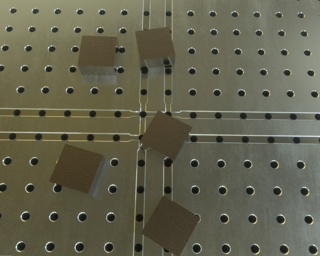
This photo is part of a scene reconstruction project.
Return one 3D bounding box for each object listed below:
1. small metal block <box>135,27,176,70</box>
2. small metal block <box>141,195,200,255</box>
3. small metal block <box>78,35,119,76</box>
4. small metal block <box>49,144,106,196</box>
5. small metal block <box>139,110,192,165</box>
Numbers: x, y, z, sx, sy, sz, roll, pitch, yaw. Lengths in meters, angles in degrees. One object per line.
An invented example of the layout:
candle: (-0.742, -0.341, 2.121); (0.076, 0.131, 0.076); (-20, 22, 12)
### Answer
small metal block: (-0.007, -0.117, 0.454); (0.050, 0.025, 0.050); (-9, 70, -4)
small metal block: (0.013, 0.117, 0.369); (0.050, 0.025, 0.050); (30, 72, 10)
small metal block: (-0.088, -0.105, 0.449); (0.050, 0.025, 0.050); (2, 70, 0)
small metal block: (-0.103, 0.053, 0.391); (0.050, 0.025, 0.050); (16, 71, 5)
small metal block: (0.008, 0.012, 0.407); (0.050, 0.025, 0.050); (27, 72, 9)
